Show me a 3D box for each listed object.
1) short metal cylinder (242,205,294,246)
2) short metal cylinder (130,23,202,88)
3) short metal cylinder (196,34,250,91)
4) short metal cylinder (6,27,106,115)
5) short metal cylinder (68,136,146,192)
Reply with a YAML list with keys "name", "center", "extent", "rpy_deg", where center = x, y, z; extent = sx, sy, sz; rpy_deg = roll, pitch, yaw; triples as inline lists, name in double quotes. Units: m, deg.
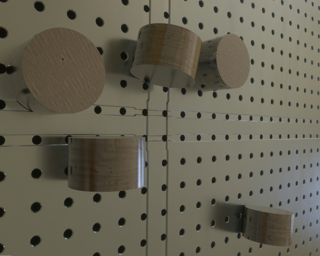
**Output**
- name: "short metal cylinder"
  center: [0.185, 0.166, 0.533]
  extent: [0.081, 0.080, 0.050]
  rpy_deg: [11, 83, -40]
- name: "short metal cylinder"
  center: [0.008, -0.086, 0.382]
  extent: [0.080, 0.080, 0.050]
  rpy_deg: [18, 79, -39]
- name: "short metal cylinder"
  center: [0.093, -0.098, 0.473]
  extent: [0.081, 0.050, 0.079]
  rpy_deg: [0, 90, -40]
- name: "short metal cylinder"
  center: [-0.102, -0.053, 0.308]
  extent: [0.081, 0.050, 0.079]
  rpy_deg: [0, 90, -40]
- name: "short metal cylinder"
  center: [-0.056, 0.035, 0.328]
  extent: [0.081, 0.080, 0.050]
  rpy_deg: [0, 90, -40]
